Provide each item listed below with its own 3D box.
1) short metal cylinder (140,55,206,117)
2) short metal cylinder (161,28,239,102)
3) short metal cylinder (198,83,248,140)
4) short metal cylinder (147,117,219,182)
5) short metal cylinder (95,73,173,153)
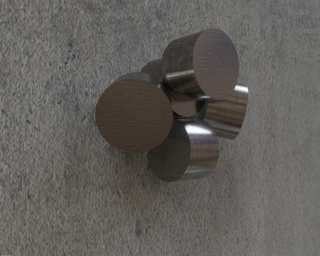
[{"bbox_3d":[0.018,-0.054,0.407,0.081,0.050,0.079,0,90,-40],"label":"short metal cylinder"},{"bbox_3d":[0.049,-0.072,0.366,0.081,0.050,0.079,0,90,-40],"label":"short metal cylinder"},{"bbox_3d":[0.086,-0.027,0.437,0.050,0.080,0.080,12,81,-1],"label":"short metal cylinder"},{"bbox_3d":[0.028,0.027,0.395,0.050,0.080,0.079,2,89,-40],"label":"short metal cylinder"},{"bbox_3d":[-0.026,-0.019,0.343,0.081,0.050,0.079,0,107,1],"label":"short metal cylinder"}]
